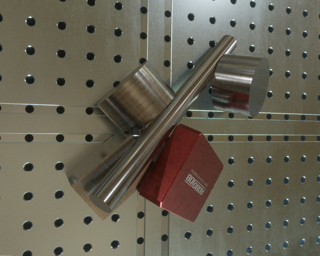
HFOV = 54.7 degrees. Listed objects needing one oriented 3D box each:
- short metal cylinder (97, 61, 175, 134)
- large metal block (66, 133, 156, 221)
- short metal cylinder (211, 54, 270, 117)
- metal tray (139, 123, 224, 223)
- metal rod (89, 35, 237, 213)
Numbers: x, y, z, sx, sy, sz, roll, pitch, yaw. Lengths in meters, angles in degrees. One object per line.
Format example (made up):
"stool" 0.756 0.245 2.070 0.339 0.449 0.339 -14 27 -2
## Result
"short metal cylinder" -0.029 -0.036 0.373 0.080 0.080 0.050 -45 105 -15
"large metal block" -0.058 0.051 0.362 0.080 0.080 0.050 -41 104 -15
"short metal cylinder" 0.111 -0.058 0.420 0.081 0.050 0.079 -29 126 -50
"metal tray" 0.033 0.061 0.381 0.090 0.030 0.130 -59 149 -10
"metal rod" 0.023 -0.028 0.365 0.025 0.025 0.301 49 54 -14
